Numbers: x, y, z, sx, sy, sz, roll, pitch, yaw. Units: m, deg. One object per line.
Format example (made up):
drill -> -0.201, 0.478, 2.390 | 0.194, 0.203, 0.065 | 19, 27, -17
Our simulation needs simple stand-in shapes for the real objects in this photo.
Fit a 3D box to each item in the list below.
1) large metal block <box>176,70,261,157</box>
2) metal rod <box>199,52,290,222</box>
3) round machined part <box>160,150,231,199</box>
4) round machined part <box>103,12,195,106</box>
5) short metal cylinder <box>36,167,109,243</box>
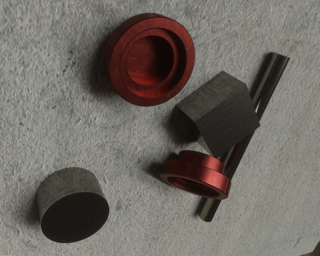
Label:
large metal block -> 0.081, -0.017, 0.424 | 0.080, 0.050, 0.080 | -36, 129, -4
metal rod -> 0.126, 0.027, 0.492 | 0.025, 0.025, 0.298 | 5, 116, -31
round machined part -> 0.053, 0.064, 0.439 | 0.098, 0.098, 0.042 | 37, 64, -39
round machined part -> -0.014, -0.076, 0.341 | 0.099, 0.042, 0.097 | -14, 124, -21
short metal cylinder -> -0.110, 0.097, 0.390 | 0.081, 0.050, 0.079 | -14, 124, -21
